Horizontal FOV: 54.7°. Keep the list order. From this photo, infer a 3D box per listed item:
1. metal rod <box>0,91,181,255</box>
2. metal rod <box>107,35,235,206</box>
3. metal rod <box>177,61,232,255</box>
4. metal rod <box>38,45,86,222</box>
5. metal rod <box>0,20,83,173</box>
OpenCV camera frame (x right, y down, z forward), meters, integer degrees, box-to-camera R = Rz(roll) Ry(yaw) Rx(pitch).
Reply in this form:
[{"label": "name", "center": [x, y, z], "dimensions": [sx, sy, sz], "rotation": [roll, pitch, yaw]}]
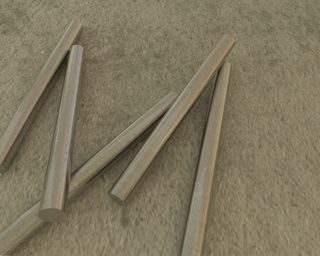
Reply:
[{"label": "metal rod", "center": [-0.076, 0.046, 0.363], "dimensions": [0.025, 0.025, 0.302], "rotation": [33, 57, 24]}, {"label": "metal rod", "center": [0.030, -0.029, 0.410], "dimensions": [0.025, 0.025, 0.301], "rotation": [25, 59, 19]}, {"label": "metal rod", "center": [0.064, 0.017, 0.389], "dimensions": [0.025, 0.025, 0.300], "rotation": [11, 51, 9]}, {"label": "metal rod", "center": [-0.118, -0.021, 0.400], "dimensions": [0.025, 0.025, 0.300], "rotation": [-5, 44, -4]}, {"label": "metal rod", "center": [-0.171, -0.068, 0.457], "dimensions": [0.025, 0.025, 0.300], "rotation": [7, 50, 5]}]
